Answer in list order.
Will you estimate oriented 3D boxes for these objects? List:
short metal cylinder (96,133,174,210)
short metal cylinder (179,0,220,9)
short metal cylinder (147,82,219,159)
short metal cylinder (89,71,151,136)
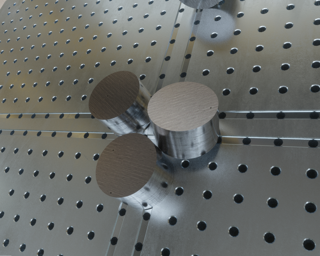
[{"bbox_3d":[-0.030,0.053,0.375,0.080,0.050,0.080,-13,56,21],"label":"short metal cylinder"},{"bbox_3d":[0.064,-0.235,0.484,0.080,0.080,0.050,4,64,30],"label":"short metal cylinder"},{"bbox_3d":[0.029,-0.010,0.368,0.080,0.050,0.080,-6,47,7],"label":"short metal cylinder"},{"bbox_3d":[-0.053,-0.034,0.441,0.080,0.050,0.080,-13,56,21],"label":"short metal cylinder"}]
